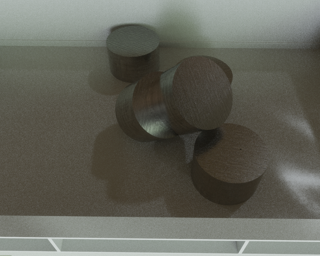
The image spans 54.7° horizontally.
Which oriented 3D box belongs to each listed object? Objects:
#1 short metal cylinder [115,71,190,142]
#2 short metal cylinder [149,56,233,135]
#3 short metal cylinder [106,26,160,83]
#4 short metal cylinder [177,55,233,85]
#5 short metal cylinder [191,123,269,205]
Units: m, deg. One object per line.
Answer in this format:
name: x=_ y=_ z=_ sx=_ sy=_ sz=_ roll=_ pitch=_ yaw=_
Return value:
short metal cylinder: x=-0.008 y=-0.024 z=0.382 sx=0.081 sy=0.050 sz=0.080 roll=5 pitch=80 yaw=-30
short metal cylinder: x=0.035 y=-0.034 z=0.351 sx=0.081 sy=0.050 sz=0.080 roll=5 pitch=80 yaw=-30
short metal cylinder: x=-0.041 y=-0.116 z=0.486 sx=0.080 sy=0.050 sz=0.080 roll=0 pitch=50 yaw=0
short metal cylinder: x=0.058 y=-0.058 z=0.438 sx=0.080 sy=0.050 sz=0.080 roll=0 pitch=50 yaw=0
short metal cylinder: x=0.077 y=0.041 z=0.355 sx=0.080 sy=0.050 sz=0.080 roll=0 pitch=50 yaw=0
